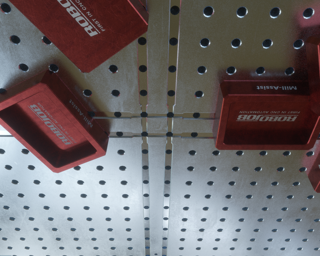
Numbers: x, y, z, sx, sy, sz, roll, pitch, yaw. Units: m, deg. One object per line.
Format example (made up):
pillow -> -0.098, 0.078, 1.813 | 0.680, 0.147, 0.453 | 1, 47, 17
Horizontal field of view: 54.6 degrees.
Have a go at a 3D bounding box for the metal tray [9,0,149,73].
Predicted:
metal tray -> -0.084, -0.127, 0.300 | 0.090, 0.030, 0.130 | -29, 125, 22

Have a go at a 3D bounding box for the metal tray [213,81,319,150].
metal tray -> 0.139, -0.014, 0.397 | 0.131, 0.030, 0.089 | 0, 130, 0

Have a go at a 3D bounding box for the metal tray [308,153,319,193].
metal tray -> 0.282, 0.042, 0.446 | 0.090, 0.030, 0.129 | 1, 130, -1

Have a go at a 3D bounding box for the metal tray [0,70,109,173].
metal tray -> -0.140, -0.002, 0.404 | 0.090, 0.030, 0.130 | -21, 127, 17

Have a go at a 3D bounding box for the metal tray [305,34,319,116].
metal tray -> 0.230, -0.066, 0.329 | 0.131, 0.030, 0.090 | -13, 111, 5
